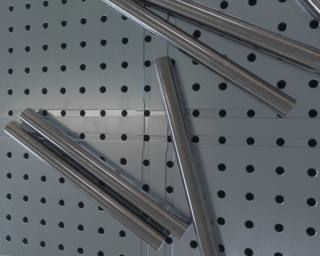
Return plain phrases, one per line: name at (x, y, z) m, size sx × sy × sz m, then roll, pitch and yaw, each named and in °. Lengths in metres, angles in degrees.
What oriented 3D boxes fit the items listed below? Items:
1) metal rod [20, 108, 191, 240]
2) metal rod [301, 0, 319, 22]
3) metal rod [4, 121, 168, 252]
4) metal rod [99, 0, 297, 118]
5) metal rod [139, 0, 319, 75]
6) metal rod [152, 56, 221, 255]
metal rod at (-0.088, 0.057, 0.444) m, size 0.300 × 0.025 × 0.025 m, roll 33°, pitch 101°, yaw 17°
metal rod at (0.175, -0.149, 0.350) m, size 0.025 × 0.025 × 0.299 m, roll -38°, pitch 78°, yaw 16°
metal rod at (-0.117, 0.076, 0.454) m, size 0.300 × 0.025 × 0.025 m, roll 32°, pitch 101°, yaw 17°
metal rod at (0.035, -0.108, 0.400) m, size 0.300 × 0.025 × 0.025 m, roll 37°, pitch 102°, yaw 16°
metal rod at (0.084, -0.127, 0.382) m, size 0.300 × 0.025 × 0.025 m, roll 29°, pitch 100°, yaw 17°
metal rod at (0.038, 0.054, 0.399) m, size 0.025 × 0.025 × 0.299 m, roll -16°, pitch 85°, yaw 19°
